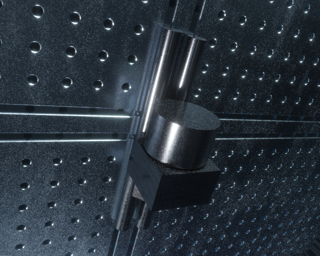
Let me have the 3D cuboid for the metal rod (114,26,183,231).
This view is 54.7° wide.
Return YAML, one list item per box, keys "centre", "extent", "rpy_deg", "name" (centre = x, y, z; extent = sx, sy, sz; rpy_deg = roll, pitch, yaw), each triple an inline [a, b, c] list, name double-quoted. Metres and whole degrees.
- centre: [-0.022, 0.018, 0.414]
  extent: [0.025, 0.025, 0.298]
  rpy_deg: [1, 118, -29]
  name: "metal rod"

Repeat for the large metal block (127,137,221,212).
- centre: [0.014, 0.053, 0.385]
  extent: [0.081, 0.080, 0.050]
  rpy_deg: [0, 118, -29]
  name: "large metal block"

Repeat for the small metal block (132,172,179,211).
- centre: [-0.002, 0.077, 0.414]
  extent: [0.050, 0.050, 0.025]
  rpy_deg: [-46, 154, -63]
  name: "small metal block"

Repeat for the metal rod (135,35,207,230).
- centre: [0.008, 0.022, 0.433]
  extent: [0.025, 0.025, 0.298]
  rpy_deg: [1, 118, -29]
  name: "metal rod"

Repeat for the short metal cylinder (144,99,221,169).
- centre: [0.025, 0.005, 0.367]
  extent: [0.081, 0.080, 0.050]
  rpy_deg: [1, 118, -29]
  name: "short metal cylinder"
